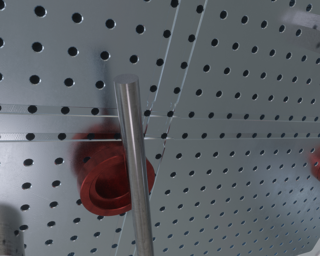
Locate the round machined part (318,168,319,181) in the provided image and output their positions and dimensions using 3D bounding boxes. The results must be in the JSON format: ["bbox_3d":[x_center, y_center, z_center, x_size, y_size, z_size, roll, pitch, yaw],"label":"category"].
[{"bbox_3d":[0.398,0.092,0.674,0.099,0.042,0.097,-14,124,-21],"label":"round machined part"}]

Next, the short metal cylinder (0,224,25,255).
[{"bbox_3d":[-0.211,0.167,0.383,0.081,0.050,0.079,-14,124,-21],"label":"short metal cylinder"}]

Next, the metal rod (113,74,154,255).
[{"bbox_3d":[-0.027,0.076,0.388,0.025,0.025,0.298,-16,125,-19],"label":"metal rod"}]

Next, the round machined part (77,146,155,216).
[{"bbox_3d":[-0.060,0.064,0.407,0.099,0.042,0.097,-14,124,-21],"label":"round machined part"}]

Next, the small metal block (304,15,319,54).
[{"bbox_3d":[0.242,-0.131,0.446,0.025,0.050,0.050,-43,129,1],"label":"small metal block"}]
